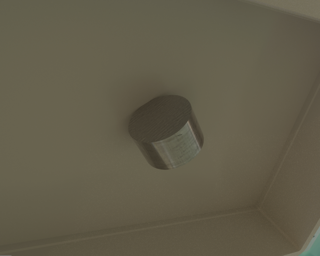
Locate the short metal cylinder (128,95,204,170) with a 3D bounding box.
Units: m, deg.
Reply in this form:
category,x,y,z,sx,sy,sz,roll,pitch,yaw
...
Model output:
category,x,y,z,sx,sy,sz,roll,pitch,yaw
short metal cylinder,0.008,0.004,0.382,0.080,0.080,0.050,-33,129,-7
